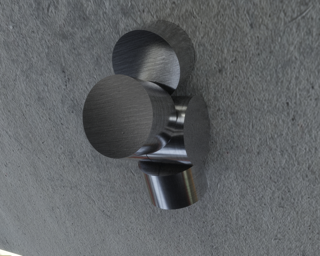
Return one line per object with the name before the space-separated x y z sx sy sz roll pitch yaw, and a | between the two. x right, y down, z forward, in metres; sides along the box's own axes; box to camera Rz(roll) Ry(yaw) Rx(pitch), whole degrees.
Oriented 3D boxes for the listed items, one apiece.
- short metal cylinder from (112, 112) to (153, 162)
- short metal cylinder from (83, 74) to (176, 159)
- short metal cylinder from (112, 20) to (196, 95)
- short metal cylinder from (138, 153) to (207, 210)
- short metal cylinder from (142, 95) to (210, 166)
short metal cylinder | -0.025 0.001 0.386 0.050 0.080 0.079 1 119 27
short metal cylinder | -0.030 -0.011 0.315 0.080 0.050 0.079 0 90 27
short metal cylinder | -0.006 -0.076 0.348 0.080 0.050 0.079 13 124 20
short metal cylinder | 0.017 0.059 0.399 0.080 0.080 0.050 0 118 28
short metal cylinder | 0.021 0.002 0.361 0.050 0.080 0.080 1 119 28
